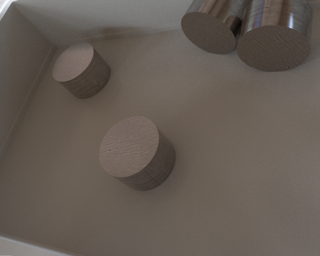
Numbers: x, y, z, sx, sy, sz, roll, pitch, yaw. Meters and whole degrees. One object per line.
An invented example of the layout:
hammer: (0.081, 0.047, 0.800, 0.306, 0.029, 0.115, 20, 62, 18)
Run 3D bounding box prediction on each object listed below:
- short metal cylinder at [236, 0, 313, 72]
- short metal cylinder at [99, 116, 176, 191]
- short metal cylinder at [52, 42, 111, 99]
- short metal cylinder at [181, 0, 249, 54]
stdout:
short metal cylinder: (0.136, -0.111, 0.367, 0.080, 0.080, 0.050, 2, 63, 29)
short metal cylinder: (-0.027, 0.032, 0.385, 0.080, 0.050, 0.080, -13, 56, 21)
short metal cylinder: (-0.130, -0.095, 0.517, 0.080, 0.050, 0.080, -13, 56, 21)
short metal cylinder: (0.076, -0.146, 0.420, 0.080, 0.080, 0.050, 20, 72, 35)
